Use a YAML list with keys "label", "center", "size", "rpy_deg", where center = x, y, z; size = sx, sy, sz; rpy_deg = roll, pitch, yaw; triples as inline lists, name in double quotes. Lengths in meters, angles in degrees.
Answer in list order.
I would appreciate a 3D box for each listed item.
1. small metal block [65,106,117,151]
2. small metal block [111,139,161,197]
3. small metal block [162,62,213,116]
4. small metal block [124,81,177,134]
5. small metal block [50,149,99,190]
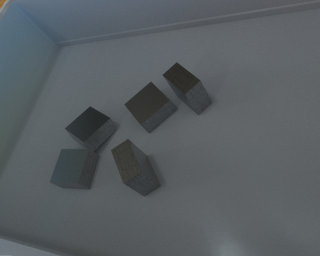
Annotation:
- label: "small metal block"
  center: [-0.100, 0.001, 0.451]
  size: [0.050, 0.025, 0.050]
  rpy_deg: [28, 64, 37]
- label: "small metal block"
  center: [-0.029, 0.049, 0.375]
  size: [0.025, 0.050, 0.050]
  rpy_deg: [-34, 51, 7]
- label: "small metal block"
  center: [0.036, -0.050, 0.402]
  size: [0.025, 0.050, 0.050]
  rpy_deg: [-42, 51, -1]
- label: "small metal block"
  center: [-0.014, -0.029, 0.431]
  size: [0.050, 0.025, 0.050]
  rpy_deg: [-41, 51, 0]
- label: "small metal block"
  center: [-0.119, 0.057, 0.433]
  size: [0.050, 0.025, 0.050]
  rpy_deg: [-3, 61, 27]
